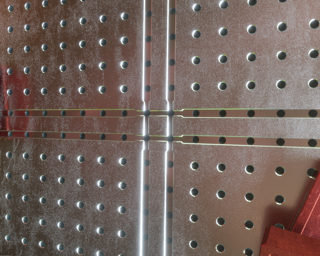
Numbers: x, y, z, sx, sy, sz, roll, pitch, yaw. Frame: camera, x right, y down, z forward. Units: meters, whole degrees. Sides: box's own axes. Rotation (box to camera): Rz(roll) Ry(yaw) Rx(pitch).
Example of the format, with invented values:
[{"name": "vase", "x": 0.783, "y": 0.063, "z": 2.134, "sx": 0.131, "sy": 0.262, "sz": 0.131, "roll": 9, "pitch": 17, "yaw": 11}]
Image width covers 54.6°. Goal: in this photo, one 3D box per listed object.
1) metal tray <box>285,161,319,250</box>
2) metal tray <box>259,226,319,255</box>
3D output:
[{"name": "metal tray", "x": 0.198, "y": 0.111, "z": 0.339, "sx": 0.090, "sy": 0.030, "sz": 0.129, "roll": 24, "pitch": 98, "yaw": 18}, {"name": "metal tray", "x": 0.148, "y": 0.175, "z": 0.328, "sx": 0.090, "sy": 0.030, "sz": 0.129, "roll": 11, "pitch": 116, "yaw": 24}]
